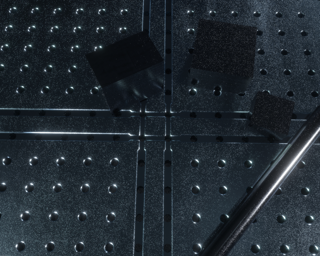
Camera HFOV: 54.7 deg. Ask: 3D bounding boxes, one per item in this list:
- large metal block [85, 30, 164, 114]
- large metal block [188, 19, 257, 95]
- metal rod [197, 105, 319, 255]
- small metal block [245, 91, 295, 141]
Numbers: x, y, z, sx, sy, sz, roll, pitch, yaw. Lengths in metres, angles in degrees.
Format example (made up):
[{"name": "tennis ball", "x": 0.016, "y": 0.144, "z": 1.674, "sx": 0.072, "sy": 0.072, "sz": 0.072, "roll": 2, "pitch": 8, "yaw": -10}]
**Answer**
[{"name": "large metal block", "x": -0.043, "y": -0.070, "z": 0.408, "sx": 0.080, "sy": 0.080, "sz": 0.050, "roll": -26, "pitch": 72, "yaw": -9}, {"name": "large metal block", "x": 0.087, "y": -0.100, "z": 0.436, "sx": 0.080, "sy": 0.050, "sz": 0.080, "roll": 10, "pitch": 70, "yaw": 3}, {"name": "metal rod", "x": 0.125, "y": 0.082, "z": 0.383, "sx": 0.025, "sy": 0.025, "sz": 0.301, "roll": 41, "pitch": 74, "yaw": 13}, {"name": "small metal block", "x": 0.149, "y": -0.016, "z": 0.420, "sx": 0.050, "sy": 0.025, "sz": 0.050, "roll": 18, "pitch": 71, "yaw": 6}]
